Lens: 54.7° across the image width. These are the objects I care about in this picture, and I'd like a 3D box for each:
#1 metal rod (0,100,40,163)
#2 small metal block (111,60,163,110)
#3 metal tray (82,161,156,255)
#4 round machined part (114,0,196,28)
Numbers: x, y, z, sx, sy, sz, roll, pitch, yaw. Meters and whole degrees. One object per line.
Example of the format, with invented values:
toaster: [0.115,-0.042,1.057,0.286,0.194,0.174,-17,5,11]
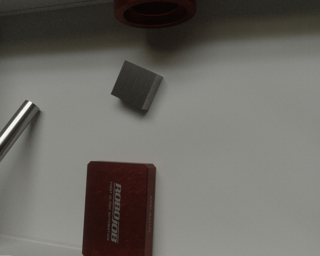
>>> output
metal rod: [-0.267,0.087,0.429,0.025,0.025,0.300,22,69,18]
small metal block: [-0.031,-0.058,0.421,0.050,0.025,0.050,27,99,17]
metal tray: [-0.055,0.112,0.420,0.090,0.030,0.129,1,85,19]
round machined part: [-0.007,-0.157,0.374,0.098,0.098,0.042,-4,89,19]
